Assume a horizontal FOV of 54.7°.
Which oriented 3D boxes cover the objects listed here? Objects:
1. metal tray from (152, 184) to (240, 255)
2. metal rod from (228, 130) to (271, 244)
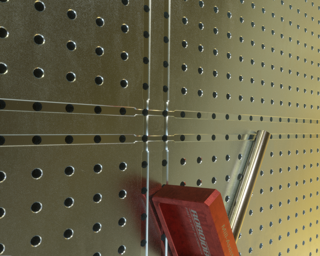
[{"bbox_3d":[0.050,0.140,0.408,0.030,0.090,0.129,-34,112,-44],"label":"metal tray"},{"bbox_3d":[0.134,0.139,0.524,0.025,0.025,0.300,38,67,-34],"label":"metal rod"}]
